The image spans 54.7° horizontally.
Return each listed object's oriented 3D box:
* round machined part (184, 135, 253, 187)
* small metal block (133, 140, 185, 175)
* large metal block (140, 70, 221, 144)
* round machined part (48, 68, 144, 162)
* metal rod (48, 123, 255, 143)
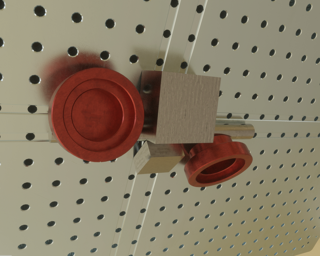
[{"bbox_3d":[0.082,0.046,0.458,0.099,0.042,0.098,-14,148,-9],"label":"round machined part"},{"bbox_3d":[-0.002,0.040,0.422,0.050,0.025,0.050,1,147,-29],"label":"small metal block"},{"bbox_3d":[0.022,-0.026,0.376,0.081,0.050,0.079,1,100,-29],"label":"large metal block"},{"bbox_3d":[-0.070,-0.014,0.337,0.099,0.042,0.097,-2,93,-29],"label":"round machined part"},{"bbox_3d":[0.009,0.005,0.420,0.303,0.025,0.025,0,118,-29],"label":"metal rod"}]
